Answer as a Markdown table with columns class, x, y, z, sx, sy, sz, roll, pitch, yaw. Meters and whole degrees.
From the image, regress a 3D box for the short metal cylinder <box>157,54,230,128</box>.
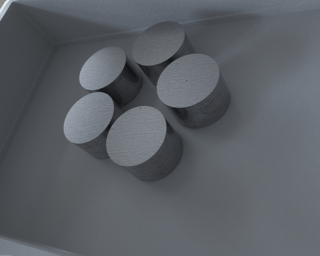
| class | x | y | z | sx | sy | sz | roll | pitch | yaw |
| --- | --- | --- | --- | --- | --- | --- | --- | --- | --- |
| short metal cylinder | 0.043 | -0.047 | 0.393 | 0.080 | 0.050 | 0.080 | -13 | 56 | 21 |

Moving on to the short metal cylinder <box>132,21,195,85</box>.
| class | x | y | z | sx | sy | sz | roll | pitch | yaw |
| --- | --- | --- | --- | --- | --- | --- | --- | --- | --- |
| short metal cylinder | 0.007 | -0.107 | 0.449 | 0.080 | 0.050 | 0.080 | -13 | 56 | 21 |

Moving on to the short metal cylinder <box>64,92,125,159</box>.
| class | x | y | z | sx | sy | sz | roll | pitch | yaw |
| --- | --- | --- | --- | --- | --- | --- | --- | --- | --- |
| short metal cylinder | -0.086 | -0.003 | 0.434 | 0.080 | 0.050 | 0.080 | -13 | 56 | 21 |

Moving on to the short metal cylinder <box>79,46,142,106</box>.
| class | x | y | z | sx | sy | sz | roll | pitch | yaw |
| --- | --- | --- | --- | --- | --- | --- | --- | --- | --- |
| short metal cylinder | -0.074 | -0.077 | 0.474 | 0.080 | 0.050 | 0.080 | -13 | 56 | 21 |

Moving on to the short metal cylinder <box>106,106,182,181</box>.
| class | x | y | z | sx | sy | sz | roll | pitch | yaw |
| --- | --- | --- | --- | --- | --- | --- | --- | --- | --- |
| short metal cylinder | -0.019 | 0.020 | 0.385 | 0.080 | 0.050 | 0.080 | -13 | 56 | 21 |
